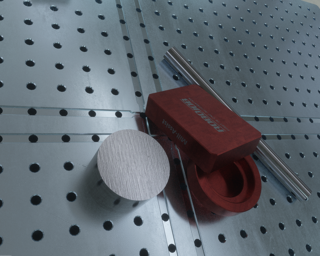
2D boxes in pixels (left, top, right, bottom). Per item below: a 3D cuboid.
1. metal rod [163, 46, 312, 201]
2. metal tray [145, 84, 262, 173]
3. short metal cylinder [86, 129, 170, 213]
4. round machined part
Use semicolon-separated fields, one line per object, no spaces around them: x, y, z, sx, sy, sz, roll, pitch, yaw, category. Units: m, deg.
0.115;-0.009;0.475;0.300;0.025;0.025;48;51;5;metal rod
0.053;-0.006;0.404;0.091;0.030;0.130;-17;46;-35;metal tray
-0.036;0.048;0.343;0.081;0.050;0.080;14;56;-21;short metal cylinder
0.078;0.065;0.399;0.099;0.042;0.098;14;56;-21;round machined part
